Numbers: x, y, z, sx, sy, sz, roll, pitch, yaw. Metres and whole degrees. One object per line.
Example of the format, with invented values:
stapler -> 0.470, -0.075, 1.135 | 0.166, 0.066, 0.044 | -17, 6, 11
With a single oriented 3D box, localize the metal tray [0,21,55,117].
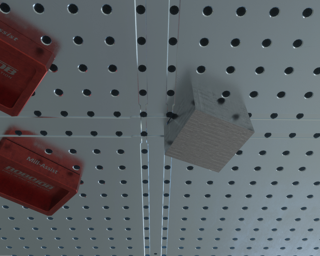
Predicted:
metal tray -> -0.198, -0.078, 0.339 | 0.131, 0.030, 0.090 | 31, 123, -24

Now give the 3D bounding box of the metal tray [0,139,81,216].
metal tray -> -0.201, 0.080, 0.474 | 0.130, 0.030, 0.090 | 33, 123, -25

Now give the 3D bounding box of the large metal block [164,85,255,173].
large metal block -> 0.059, 0.003, 0.398 | 0.080, 0.050, 0.079 | 20, 127, -16
